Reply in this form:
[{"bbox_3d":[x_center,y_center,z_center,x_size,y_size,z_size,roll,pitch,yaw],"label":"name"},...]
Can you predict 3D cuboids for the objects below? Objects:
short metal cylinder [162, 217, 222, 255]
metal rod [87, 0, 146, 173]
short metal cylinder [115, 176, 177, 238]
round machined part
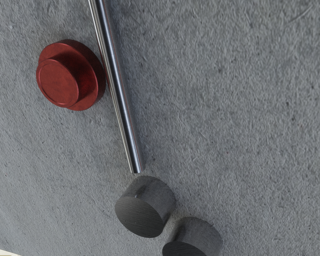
[{"bbox_3d":[0.050,0.185,0.478,0.080,0.050,0.079,13,124,20],"label":"short metal cylinder"},{"bbox_3d":[-0.057,-0.071,0.391,0.025,0.025,0.298,4,121,26],"label":"metal rod"},{"bbox_3d":[-0.021,0.120,0.475,0.080,0.050,0.079,13,124,20],"label":"short metal cylinder"},{"bbox_3d":[-0.127,-0.066,0.420,0.098,0.042,0.097,13,124,20],"label":"round machined part"}]
